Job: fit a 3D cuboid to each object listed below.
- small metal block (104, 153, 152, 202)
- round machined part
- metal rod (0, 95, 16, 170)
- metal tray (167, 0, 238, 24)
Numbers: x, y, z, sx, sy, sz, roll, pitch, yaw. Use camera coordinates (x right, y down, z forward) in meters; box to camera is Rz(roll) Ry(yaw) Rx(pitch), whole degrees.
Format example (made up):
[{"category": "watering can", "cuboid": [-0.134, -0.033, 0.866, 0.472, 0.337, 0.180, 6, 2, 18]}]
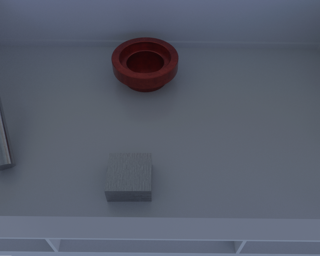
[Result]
[{"category": "small metal block", "cuboid": [-0.035, 0.056, 0.357, 0.050, 0.025, 0.050, 0, 50, -1]}, {"category": "round machined part", "cuboid": [-0.022, -0.092, 0.471, 0.099, 0.042, 0.098, 0, 50, 0]}, {"category": "metal rod", "cuboid": [-0.233, -0.090, 0.402, 0.025, 0.025, 0.299, -16, 76, -14]}, {"category": "metal tray", "cuboid": [0.082, -0.245, 0.610, 0.131, 0.030, 0.090, 3, 50, 2]}]
